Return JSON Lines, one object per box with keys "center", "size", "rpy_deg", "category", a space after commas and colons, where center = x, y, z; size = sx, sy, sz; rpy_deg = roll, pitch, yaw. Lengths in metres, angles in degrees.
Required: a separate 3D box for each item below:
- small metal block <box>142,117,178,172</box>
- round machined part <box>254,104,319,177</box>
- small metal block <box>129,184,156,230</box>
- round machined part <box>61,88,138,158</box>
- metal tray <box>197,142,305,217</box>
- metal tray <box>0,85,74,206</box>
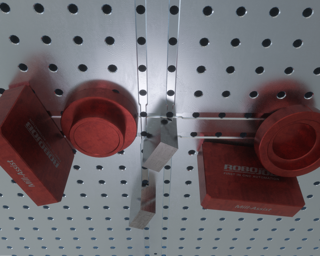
{"center": [0.000, 0.022, 0.414], "size": [0.025, 0.050, 0.050], "rpy_deg": [23, 126, -18], "category": "small metal block"}
{"center": [0.172, 0.013, 0.405], "size": [0.099, 0.042, 0.097], "rpy_deg": [-1, 119, -2], "category": "round machined part"}
{"center": [-0.029, 0.128, 0.504], "size": [0.025, 0.050, 0.050], "rpy_deg": [19, 128, -16], "category": "small metal block"}
{"center": [-0.078, 0.001, 0.400], "size": [0.099, 0.042, 0.097], "rpy_deg": [0, 130, 0], "category": "round machined part"}
{"center": [0.120, 0.069, 0.426], "size": [0.131, 0.090, 0.030], "rpy_deg": [7, 137, -6], "category": "metal tray"}
{"center": [-0.158, 0.024, 0.387], "size": [0.030, 0.090, 0.129], "rpy_deg": [-13, 129, 10], "category": "metal tray"}
